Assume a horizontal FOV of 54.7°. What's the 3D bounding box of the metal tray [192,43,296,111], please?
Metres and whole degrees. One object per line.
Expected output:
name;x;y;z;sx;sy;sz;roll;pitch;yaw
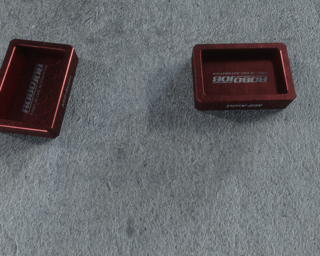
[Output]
metal tray;0.112;-0.072;0.432;0.131;0.030;0.090;-1;70;-1

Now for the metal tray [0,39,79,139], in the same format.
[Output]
metal tray;-0.172;-0.056;0.424;0.091;0.030;0.130;7;70;2
